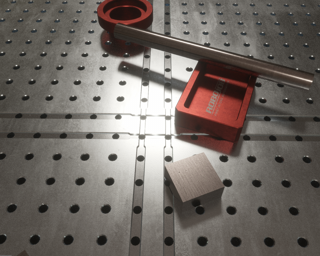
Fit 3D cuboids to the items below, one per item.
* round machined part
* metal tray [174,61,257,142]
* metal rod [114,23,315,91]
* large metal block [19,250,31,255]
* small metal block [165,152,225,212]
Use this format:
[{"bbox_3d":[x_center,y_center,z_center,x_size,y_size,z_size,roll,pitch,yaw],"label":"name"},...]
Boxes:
[{"bbox_3d":[-0.062,-0.196,0.561,0.099,0.042,0.098,0,50,0],"label":"round machined part"},{"bbox_3d":[0.084,-0.048,0.445,0.090,0.030,0.130,17,52,13],"label":"metal tray"},{"bbox_3d":[0.068,-0.110,0.460,0.301,0.025,0.025,20,53,16],"label":"metal rod"},{"bbox_3d":[-0.118,0.165,0.251,0.080,0.050,0.080,-37,59,-27],"label":"large metal block"},{"bbox_3d":[0.038,0.061,0.357,0.050,0.025,0.050,-17,52,-14],"label":"small metal block"}]
